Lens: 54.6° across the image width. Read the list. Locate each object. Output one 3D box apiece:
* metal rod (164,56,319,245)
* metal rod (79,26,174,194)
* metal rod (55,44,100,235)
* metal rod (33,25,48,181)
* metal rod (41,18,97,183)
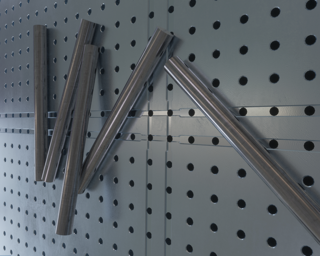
[{"bbox_3d":[0.097,0.024,0.329,0.300,0.025,0.025,52,121,27],"label":"metal rod"},{"bbox_3d":[-0.066,-0.012,0.465,0.025,0.025,0.298,47,118,29],"label":"metal rod"},{"bbox_3d":[-0.130,0.016,0.493,0.025,0.025,0.299,5,86,40],"label":"metal rod"},{"bbox_3d":[-0.231,-0.048,0.602,0.025,0.025,0.298,-1,89,40],"label":"metal rod"},{"bbox_3d":[-0.163,-0.039,0.545,0.025,0.025,0.298,31,109,36],"label":"metal rod"}]
